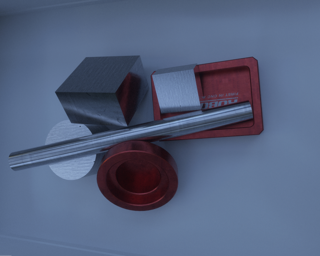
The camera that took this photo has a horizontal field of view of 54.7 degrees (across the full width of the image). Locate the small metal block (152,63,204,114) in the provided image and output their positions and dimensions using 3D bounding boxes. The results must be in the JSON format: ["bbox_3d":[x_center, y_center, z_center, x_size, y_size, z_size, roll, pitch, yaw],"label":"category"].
[{"bbox_3d":[0.023,-0.048,0.377,0.050,0.025,0.050,-5,115,20],"label":"small metal block"}]

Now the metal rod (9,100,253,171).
[{"bbox_3d":[-0.041,0.011,0.378,0.301,0.025,0.025,-12,86,8],"label":"metal rod"}]

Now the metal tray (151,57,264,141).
[{"bbox_3d":[0.057,-0.032,0.385,0.130,0.030,0.089,-5,88,19],"label":"metal tray"}]

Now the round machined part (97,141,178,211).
[{"bbox_3d":[-0.027,0.055,0.391,0.099,0.042,0.097,1,122,2],"label":"round machined part"}]

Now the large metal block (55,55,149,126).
[{"bbox_3d":[-0.070,-0.049,0.395,0.080,0.080,0.050,3,133,20],"label":"large metal block"}]

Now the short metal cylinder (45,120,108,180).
[{"bbox_3d":[-0.111,0.029,0.432,0.080,0.050,0.079,0,90,19],"label":"short metal cylinder"}]
